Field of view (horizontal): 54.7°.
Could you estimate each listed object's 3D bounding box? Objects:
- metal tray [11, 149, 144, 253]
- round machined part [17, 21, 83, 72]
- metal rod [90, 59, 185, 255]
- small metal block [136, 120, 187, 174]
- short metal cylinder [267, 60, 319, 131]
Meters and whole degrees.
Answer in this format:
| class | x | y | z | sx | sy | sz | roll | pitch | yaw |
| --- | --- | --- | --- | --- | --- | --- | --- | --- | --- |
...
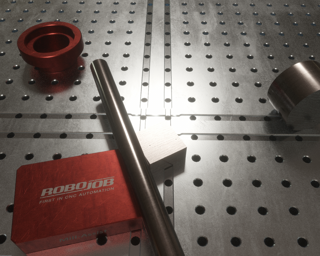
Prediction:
| class | x | y | z | sx | sy | sz | roll | pitch | yaw |
| --- | --- | --- | --- | --- | --- | --- | --- | --- | --- |
| metal tray | -0.087 | 0.075 | 0.340 | 0.131 | 0.030 | 0.090 | -9 | 51 | -8 |
| round machined part | -0.173 | -0.128 | 0.502 | 0.099 | 0.042 | 0.098 | 0 | 50 | 0 |
| metal rod | -0.036 | 0.020 | 0.350 | 0.025 | 0.025 | 0.300 | -15 | 52 | -13 |
| small metal block | -0.002 | 0.023 | 0.388 | 0.050 | 0.025 | 0.050 | -23 | 54 | -19 |
| short metal cylinder | 0.192 | -0.042 | 0.410 | 0.081 | 0.080 | 0.050 | -12 | 51 | -11 |
